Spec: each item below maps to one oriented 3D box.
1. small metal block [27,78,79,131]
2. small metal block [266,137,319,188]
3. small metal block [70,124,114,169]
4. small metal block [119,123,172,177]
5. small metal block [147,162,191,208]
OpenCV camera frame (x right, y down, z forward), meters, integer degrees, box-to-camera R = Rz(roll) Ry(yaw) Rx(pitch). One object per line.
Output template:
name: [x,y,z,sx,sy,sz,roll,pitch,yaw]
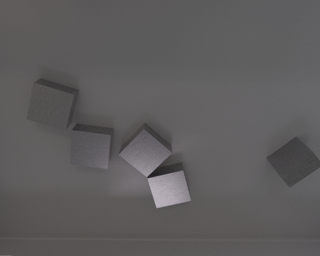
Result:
small metal block: [-0.137,-0.030,0.399,0.050,0.025,0.050,17,109,-6]
small metal block: [0.179,0.045,0.416,0.050,0.050,0.025,-39,106,13]
small metal block: [-0.092,0.025,0.419,0.050,0.025,0.050,7,110,-3]
small metal block: [-0.019,0.030,0.422,0.050,0.025,0.050,41,105,-14]
small metal block: [0.013,0.081,0.441,0.050,0.025,0.050,-14,110,5]
